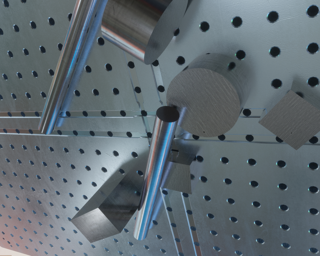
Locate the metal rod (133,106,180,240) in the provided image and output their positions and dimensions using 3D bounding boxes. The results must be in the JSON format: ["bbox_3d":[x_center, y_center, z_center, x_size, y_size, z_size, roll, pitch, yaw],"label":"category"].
[{"bbox_3d":[-0.013,0.085,0.437,0.025,0.025,0.298,25,138,12],"label":"metal rod"}]

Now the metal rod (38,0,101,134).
[{"bbox_3d":[-0.122,-0.095,0.416,0.025,0.025,0.298,37,129,3],"label":"metal rod"}]

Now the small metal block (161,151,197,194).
[{"bbox_3d":[0.024,0.061,0.437,0.050,0.025,0.050,8,122,23],"label":"small metal block"}]

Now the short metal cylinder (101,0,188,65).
[{"bbox_3d":[-0.014,-0.112,0.314,0.050,0.080,0.079,33,129,7],"label":"short metal cylinder"}]

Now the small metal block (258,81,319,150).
[{"bbox_3d":[0.143,-0.013,0.328,0.050,0.025,0.050,37,129,3],"label":"small metal block"}]

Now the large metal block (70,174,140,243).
[{"bbox_3d":[-0.083,0.130,0.500,0.080,0.080,0.050,-32,101,38],"label":"large metal block"}]

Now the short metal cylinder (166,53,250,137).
[{"bbox_3d":[0.054,-0.037,0.344,0.080,0.050,0.079,13,124,20],"label":"short metal cylinder"}]
